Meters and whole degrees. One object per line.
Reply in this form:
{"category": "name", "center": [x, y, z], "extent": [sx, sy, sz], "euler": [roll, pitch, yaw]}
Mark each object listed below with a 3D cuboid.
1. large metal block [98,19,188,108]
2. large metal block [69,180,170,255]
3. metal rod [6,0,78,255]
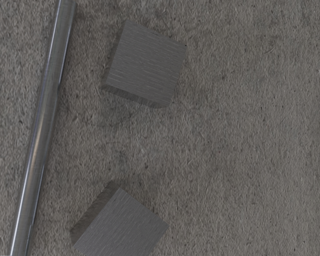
{"category": "large metal block", "center": [-0.022, -0.076, 0.388], "extent": [0.081, 0.050, 0.080], "euler": [19, 84, -19]}
{"category": "large metal block", "center": [-0.050, 0.123, 0.378], "extent": [0.080, 0.050, 0.080], "euler": [42, 77, -16]}
{"category": "metal rod", "center": [-0.135, -0.002, 0.359], "extent": [0.025, 0.025, 0.298], "euler": [11, 86, -20]}
